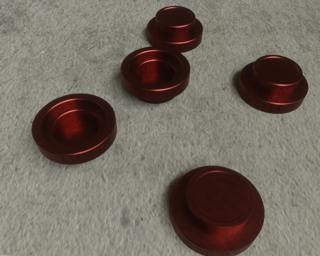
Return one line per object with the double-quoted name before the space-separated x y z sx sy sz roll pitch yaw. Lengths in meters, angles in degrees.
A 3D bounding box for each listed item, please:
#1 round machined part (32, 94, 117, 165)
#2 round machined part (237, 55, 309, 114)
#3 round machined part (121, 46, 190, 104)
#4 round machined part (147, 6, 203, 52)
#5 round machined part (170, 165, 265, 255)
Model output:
"round machined part" -0.103 0.005 0.386 0.099 0.042 0.098 0 50 0
"round machined part" 0.167 -0.070 0.453 0.099 0.042 0.098 0 50 0
"round machined part" -0.006 -0.074 0.454 0.099 0.042 0.098 0 50 0
"round machined part" 0.026 -0.178 0.542 0.099 0.042 0.098 0 50 0
"round machined part" 0.060 0.080 0.326 0.099 0.042 0.098 0 50 0
